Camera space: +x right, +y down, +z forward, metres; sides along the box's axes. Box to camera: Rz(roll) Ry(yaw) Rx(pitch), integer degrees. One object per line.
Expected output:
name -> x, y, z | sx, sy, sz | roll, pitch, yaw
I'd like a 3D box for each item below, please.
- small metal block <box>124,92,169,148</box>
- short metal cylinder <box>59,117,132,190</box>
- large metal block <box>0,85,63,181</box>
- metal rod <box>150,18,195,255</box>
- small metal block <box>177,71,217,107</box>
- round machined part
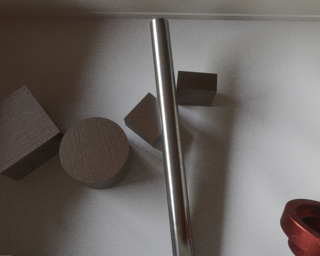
small metal block -> -0.012, -0.011, 0.413 | 0.050, 0.025, 0.050 | 38, 74, 12
short metal cylinder -> -0.077, 0.033, 0.384 | 0.081, 0.050, 0.080 | 0, 70, 0
large metal block -> -0.175, 0.007, 0.392 | 0.080, 0.050, 0.080 | -37, 75, -13
metal rod -> 0.013, 0.007, 0.383 | 0.025, 0.025, 0.298 | -5, 79, -2
small metal block -> 0.047, -0.051, 0.416 | 0.050, 0.050, 0.025 | 5, 70, 1
round machined part -> 0.181, 0.122, 0.339 | 0.099, 0.098, 0.042 | 13, 107, 4
